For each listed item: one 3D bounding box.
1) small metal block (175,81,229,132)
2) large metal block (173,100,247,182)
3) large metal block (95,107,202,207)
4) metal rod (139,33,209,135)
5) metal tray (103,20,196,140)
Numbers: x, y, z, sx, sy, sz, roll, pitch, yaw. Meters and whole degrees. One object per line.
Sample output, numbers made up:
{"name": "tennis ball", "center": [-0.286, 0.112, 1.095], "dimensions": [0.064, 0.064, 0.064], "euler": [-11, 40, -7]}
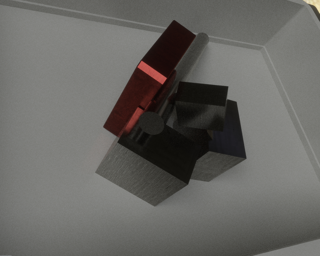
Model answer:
{"name": "small metal block", "center": [0.045, -0.022, 0.332], "dimensions": [0.050, 0.050, 0.025], "euler": [8, 61, 13]}
{"name": "large metal block", "center": [0.058, 0.014, 0.394], "dimensions": [0.050, 0.080, 0.080], "euler": [13, 56, -22]}
{"name": "large metal block", "center": [-0.015, 0.035, 0.342], "dimensions": [0.080, 0.080, 0.050], "euler": [32, 52, -8]}
{"name": "metal rod", "center": [0.032, -0.079, 0.413], "dimensions": [0.025, 0.025, 0.301], "euler": [36, 34, -5]}
{"name": "metal tray", "center": [-0.015, -0.051, 0.360], "dimensions": [0.030, 0.129, 0.090], "euler": [35, 52, -5]}
